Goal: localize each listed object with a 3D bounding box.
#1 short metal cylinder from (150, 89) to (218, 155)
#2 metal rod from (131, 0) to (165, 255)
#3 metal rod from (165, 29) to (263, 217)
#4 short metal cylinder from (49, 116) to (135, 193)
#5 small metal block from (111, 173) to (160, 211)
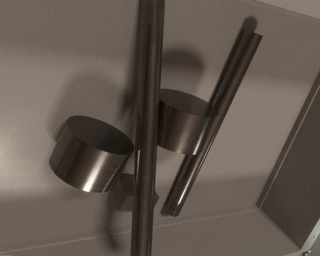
[{"bbox_3d":[0.025,-0.010,0.382,0.081,0.080,0.050,4,116,-31],"label":"short metal cylinder"},{"bbox_3d":[-0.015,0.009,0.349,0.025,0.025,0.298,-2,101,-28],"label":"metal rod"},{"bbox_3d":[0.071,0.006,0.453,0.025,0.025,0.298,8,115,-32],"label":"metal rod"},{"bbox_3d":[-0.076,0.028,0.350,0.081,0.080,0.050,17,110,-35],"label":"short metal cylinder"},{"bbox_3d":[-0.037,0.089,0.429,0.050,0.050,0.025,12,112,-34],"label":"small metal block"}]
